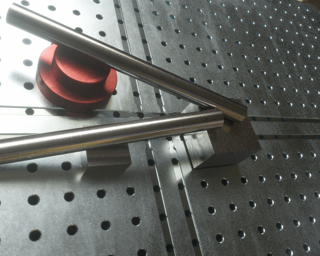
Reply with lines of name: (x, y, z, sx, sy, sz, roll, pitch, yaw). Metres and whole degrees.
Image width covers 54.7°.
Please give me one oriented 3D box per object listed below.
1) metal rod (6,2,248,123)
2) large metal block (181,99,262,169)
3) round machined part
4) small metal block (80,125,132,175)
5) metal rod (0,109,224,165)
metal rod: (-0.029, -0.073, 0.376, 0.302, 0.025, 0.025, 22, 53, -12)
large metal block: (0.081, 0.006, 0.430, 0.081, 0.050, 0.080, -2, 63, -30)
round machined part: (-0.100, -0.072, 0.388, 0.099, 0.042, 0.098, 14, 56, -21)
small metal block: (-0.065, 0.024, 0.360, 0.050, 0.025, 0.050, 0, 62, -29)
metal rod: (-0.067, 0.010, 0.332, 0.303, 0.025, 0.025, -9, 66, -21)
